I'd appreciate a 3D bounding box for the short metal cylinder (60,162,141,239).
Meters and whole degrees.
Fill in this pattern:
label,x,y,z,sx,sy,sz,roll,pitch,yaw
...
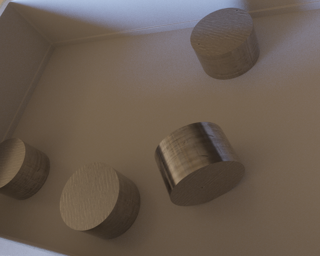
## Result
label,x,y,z,sx,sy,sz,roll,pitch,yaw
short metal cylinder,-0.071,0.087,0.372,0.080,0.050,0.080,-13,56,20

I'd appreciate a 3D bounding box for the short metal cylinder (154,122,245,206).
label,x,y,z,sx,sy,sz,roll,pitch,yaw
short metal cylinder,0.040,0.039,0.325,0.080,0.080,0.050,-30,52,9

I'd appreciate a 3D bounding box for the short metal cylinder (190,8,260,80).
label,x,y,z,sx,sy,sz,roll,pitch,yaw
short metal cylinder,0.087,-0.111,0.412,0.080,0.050,0.080,-13,56,20

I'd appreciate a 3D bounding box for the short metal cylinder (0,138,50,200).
label,x,y,z,sx,sy,sz,roll,pitch,yaw
short metal cylinder,-0.214,0.061,0.462,0.080,0.050,0.080,-13,56,20
